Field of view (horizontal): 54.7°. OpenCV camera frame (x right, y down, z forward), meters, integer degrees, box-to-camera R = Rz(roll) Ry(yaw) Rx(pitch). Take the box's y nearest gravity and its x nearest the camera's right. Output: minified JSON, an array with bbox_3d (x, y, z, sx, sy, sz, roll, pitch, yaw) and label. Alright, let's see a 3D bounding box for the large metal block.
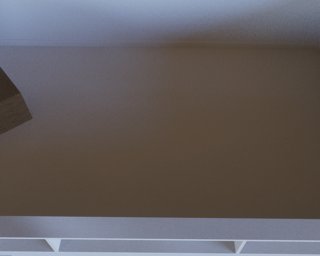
[{"bbox_3d":[-0.233,-0.033,0.414,0.081,0.050,0.080,-32,57,-25],"label":"large metal block"}]
